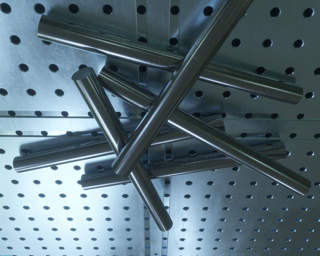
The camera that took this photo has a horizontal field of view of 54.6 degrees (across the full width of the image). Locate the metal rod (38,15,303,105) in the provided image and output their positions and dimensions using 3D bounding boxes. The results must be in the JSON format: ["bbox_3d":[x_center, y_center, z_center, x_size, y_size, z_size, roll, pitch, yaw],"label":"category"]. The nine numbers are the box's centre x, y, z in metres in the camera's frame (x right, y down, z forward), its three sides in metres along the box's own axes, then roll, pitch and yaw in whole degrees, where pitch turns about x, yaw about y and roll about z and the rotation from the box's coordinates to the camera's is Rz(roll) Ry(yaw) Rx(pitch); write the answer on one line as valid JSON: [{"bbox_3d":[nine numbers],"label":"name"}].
[{"bbox_3d":[0.022,-0.072,0.349,0.302,0.025,0.025,13,129,-11],"label":"metal rod"}]

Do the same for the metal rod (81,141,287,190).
[{"bbox_3d":[0.029,0.057,0.460,0.301,0.025,0.025,-10,129,8],"label":"metal rod"}]

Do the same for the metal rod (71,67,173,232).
[{"bbox_3d":[-0.036,0.051,0.420,0.025,0.025,0.299,-14,129,11],"label":"metal rod"}]

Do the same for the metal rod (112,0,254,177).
[{"bbox_3d":[0.031,-0.061,0.325,0.025,0.025,0.299,26,115,-21],"label":"metal rod"}]

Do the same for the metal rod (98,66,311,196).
[{"bbox_3d":[0.060,0.009,0.386,0.301,0.025,0.025,28,125,-10],"label":"metal rod"}]

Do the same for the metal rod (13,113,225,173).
[{"bbox_3d":[-0.062,0.023,0.430,0.301,0.025,0.025,-12,129,9],"label":"metal rod"}]
